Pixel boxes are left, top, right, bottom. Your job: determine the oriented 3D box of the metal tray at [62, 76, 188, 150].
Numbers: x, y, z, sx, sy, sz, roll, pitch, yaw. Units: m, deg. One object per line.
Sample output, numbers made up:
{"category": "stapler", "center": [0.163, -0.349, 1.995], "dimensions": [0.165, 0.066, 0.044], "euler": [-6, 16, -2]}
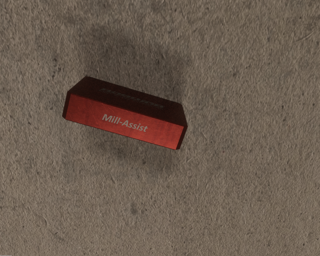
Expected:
{"category": "metal tray", "center": [-0.037, -0.021, 0.366], "dimensions": [0.131, 0.090, 0.030], "euler": [16, 109, -6]}
